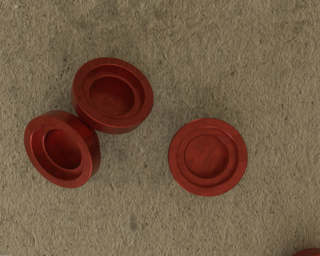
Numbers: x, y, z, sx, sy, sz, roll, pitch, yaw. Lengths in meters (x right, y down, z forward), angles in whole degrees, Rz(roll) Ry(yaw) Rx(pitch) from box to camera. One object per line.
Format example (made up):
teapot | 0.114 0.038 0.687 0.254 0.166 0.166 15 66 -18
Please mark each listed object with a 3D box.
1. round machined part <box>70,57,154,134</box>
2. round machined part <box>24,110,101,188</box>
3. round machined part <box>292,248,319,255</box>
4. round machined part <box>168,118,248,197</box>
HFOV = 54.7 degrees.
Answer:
round machined part | -0.061 -0.036 0.386 0.099 0.042 0.098 11 61 -20
round machined part | -0.115 0.023 0.386 0.098 0.042 0.097 10 117 20
round machined part | 0.201 0.204 0.403 0.099 0.042 0.097 0 90 0
round machined part | 0.059 0.036 0.402 0.099 0.042 0.097 0 90 0
